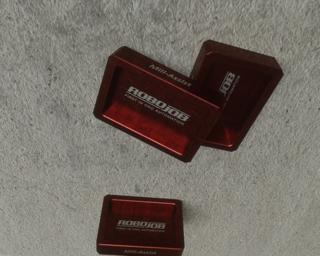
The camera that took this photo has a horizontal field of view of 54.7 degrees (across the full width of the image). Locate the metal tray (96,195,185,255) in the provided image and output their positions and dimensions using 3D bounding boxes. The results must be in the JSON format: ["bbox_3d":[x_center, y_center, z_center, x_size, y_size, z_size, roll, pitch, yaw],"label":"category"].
[{"bbox_3d":[-0.030,0.156,0.497,0.131,0.090,0.030,5,130,-5],"label":"metal tray"}]

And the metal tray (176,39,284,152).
[{"bbox_3d":[0.075,-0.033,0.376,0.091,0.030,0.129,12,129,-11],"label":"metal tray"}]

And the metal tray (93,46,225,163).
[{"bbox_3d":[-0.004,-0.024,0.355,0.130,0.030,0.089,27,129,1],"label":"metal tray"}]
